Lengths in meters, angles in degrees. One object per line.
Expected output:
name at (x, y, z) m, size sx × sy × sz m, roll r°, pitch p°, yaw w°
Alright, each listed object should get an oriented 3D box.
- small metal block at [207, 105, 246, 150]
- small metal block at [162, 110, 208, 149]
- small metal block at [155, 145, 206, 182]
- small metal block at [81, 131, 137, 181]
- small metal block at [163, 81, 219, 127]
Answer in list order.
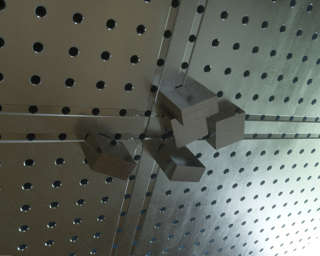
small metal block at (0.098, -0.001, 0.463) m, size 0.050 × 0.025 × 0.050 m, roll -19°, pitch 126°, yaw -18°
small metal block at (0.036, -0.006, 0.426) m, size 0.050 × 0.025 × 0.050 m, roll -24°, pitch 127°, yaw -14°
small metal block at (0.028, 0.051, 0.441) m, size 0.050 × 0.050 × 0.025 m, roll 9°, pitch 114°, yaw -32°
small metal block at (-0.063, 0.034, 0.381) m, size 0.050 × 0.050 × 0.025 m, roll 26°, pitch 104°, yaw -37°
small metal block at (0.039, -0.032, 0.395) m, size 0.050 × 0.050 × 0.025 m, roll -23°, pitch 127°, yaw -15°
